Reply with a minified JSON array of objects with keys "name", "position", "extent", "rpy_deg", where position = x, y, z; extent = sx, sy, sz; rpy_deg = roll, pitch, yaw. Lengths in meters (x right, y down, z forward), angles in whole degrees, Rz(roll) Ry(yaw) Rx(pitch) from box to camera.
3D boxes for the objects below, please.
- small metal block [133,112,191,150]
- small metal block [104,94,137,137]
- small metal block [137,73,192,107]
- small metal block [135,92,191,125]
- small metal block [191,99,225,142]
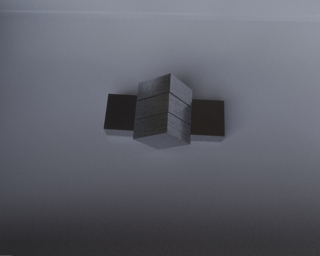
[{"name":"small metal block","position":[0.003,0.005,0.382],"extent":[0.050,0.050,0.025],"rpy_deg":[-12,65,34]},{"name":"small metal block","position":[-0.045,-0.016,0.413],"extent":[0.050,0.025,0.050],"rpy_deg":[4,70,1]},{"name":"small metal block","position":[0.007,-0.042,0.399],"extent":[0.050,0.050,0.025],"rpy_deg":[-11,65,35]},{"name":"small metal block","position":[0.005,-0.018,0.391],"extent":[0.050,0.050,0.025],"rpy_deg":[-12,65,34]},{"name":"small metal block","position":[0.058,-0.010,0.413],"extent":[0.050,0.025,0.050],"rpy_deg":[3,70,0]}]
